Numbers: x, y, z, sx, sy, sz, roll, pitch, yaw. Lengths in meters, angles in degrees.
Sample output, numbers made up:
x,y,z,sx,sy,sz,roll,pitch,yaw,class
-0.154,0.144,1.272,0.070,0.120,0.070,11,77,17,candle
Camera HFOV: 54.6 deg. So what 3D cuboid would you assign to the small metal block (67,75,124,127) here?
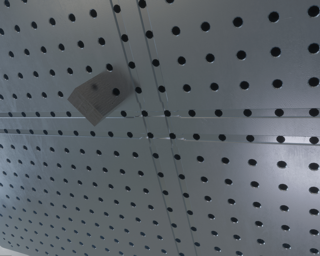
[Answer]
x,y,z,sx,sy,sz,roll,pitch,yaw,class
-0.086,-0.038,0.418,0.050,0.050,0.025,46,129,-4,small metal block
